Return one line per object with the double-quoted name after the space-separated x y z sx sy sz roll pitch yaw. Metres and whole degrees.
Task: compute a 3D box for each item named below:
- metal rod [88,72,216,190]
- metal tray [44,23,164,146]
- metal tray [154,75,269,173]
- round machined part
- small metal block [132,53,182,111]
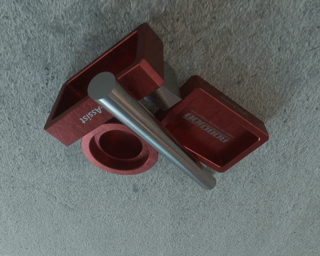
0.016 0.026 0.361 0.025 0.025 0.300 -21 149 16 "metal rod"
-0.057 -0.046 0.325 0.130 0.090 0.030 -30 124 22 "metal tray"
0.065 0.000 0.407 0.131 0.030 0.090 31 124 -24 "metal tray"
-0.049 0.015 0.405 0.099 0.042 0.097 4 134 4 "round machined part"
-0.006 -0.054 0.340 0.025 0.050 0.050 -34 137 28 "small metal block"
